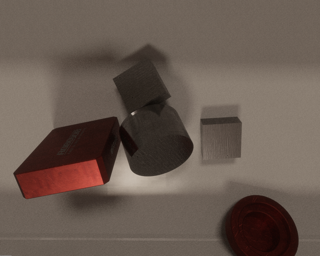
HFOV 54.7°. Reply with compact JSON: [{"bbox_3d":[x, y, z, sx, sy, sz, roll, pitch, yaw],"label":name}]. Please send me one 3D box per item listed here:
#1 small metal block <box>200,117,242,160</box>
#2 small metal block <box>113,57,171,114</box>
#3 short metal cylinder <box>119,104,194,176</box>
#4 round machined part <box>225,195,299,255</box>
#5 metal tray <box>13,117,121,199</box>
[{"bbox_3d":[0.082,0.014,0.418,0.050,0.025,0.050,-3,110,1],"label":"small metal block"},{"bbox_3d":[-0.022,-0.049,0.380,0.050,0.025,0.050,-30,74,10],"label":"small metal block"},{"bbox_3d":[-0.005,0.016,0.384,0.081,0.050,0.080,-15,142,-12],"label":"short metal cylinder"},{"bbox_3d":[0.139,0.149,0.439,0.099,0.098,0.042,13,143,-5],"label":"round machined part"},{"bbox_3d":[-0.098,0.028,0.364,0.090,0.130,0.030,-11,110,4],"label":"metal tray"}]
